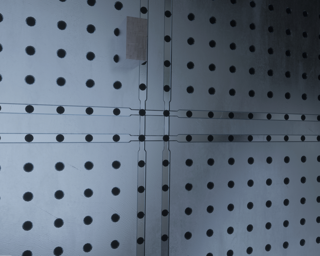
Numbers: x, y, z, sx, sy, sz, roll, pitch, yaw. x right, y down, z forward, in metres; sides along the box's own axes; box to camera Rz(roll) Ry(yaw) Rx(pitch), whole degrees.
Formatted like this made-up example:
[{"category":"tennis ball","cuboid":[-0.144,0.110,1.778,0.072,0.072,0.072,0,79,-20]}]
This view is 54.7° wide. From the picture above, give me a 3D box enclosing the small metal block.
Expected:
[{"category":"small metal block","cuboid":[-0.036,-0.105,0.387,0.025,0.050,0.050,1,90,-20]}]
